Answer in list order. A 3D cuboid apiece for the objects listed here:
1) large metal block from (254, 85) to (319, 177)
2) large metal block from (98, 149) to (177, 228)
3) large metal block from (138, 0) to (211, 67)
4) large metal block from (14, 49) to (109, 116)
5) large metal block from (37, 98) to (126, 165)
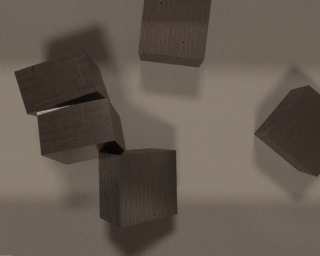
[{"bbox_3d":[0.186,0.004,0.401,0.080,0.050,0.080,40,90,-1],"label":"large metal block"},{"bbox_3d":[-0.027,0.068,0.380,0.081,0.050,0.079,-2,91,-37],"label":"large metal block"},{"bbox_3d":[0.018,-0.127,0.399,0.081,0.050,0.079,7,90,-1],"label":"large metal block"},{"bbox_3d":[-0.114,-0.049,0.381,0.080,0.080,0.050,-18,86,0],"label":"large metal block"},{"bbox_3d":[-0.091,0.007,0.378,0.080,0.080,0.050,-12,76,0],"label":"large metal block"}]
